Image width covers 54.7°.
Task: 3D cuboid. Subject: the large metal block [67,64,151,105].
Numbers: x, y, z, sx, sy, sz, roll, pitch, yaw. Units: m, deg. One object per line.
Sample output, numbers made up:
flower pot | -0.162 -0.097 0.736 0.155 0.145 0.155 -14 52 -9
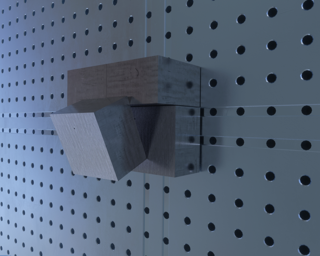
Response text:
large metal block | -0.069 -0.053 0.427 0.080 0.081 0.050 1 91 39

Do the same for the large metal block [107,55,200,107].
large metal block | -0.007 -0.051 0.376 0.080 0.081 0.050 1 91 39

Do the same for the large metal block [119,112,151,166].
large metal block | -0.060 0.012 0.438 0.080 0.050 0.079 1 91 39

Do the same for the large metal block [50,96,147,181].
large metal block | -0.072 0.011 0.363 0.080 0.050 0.080 0 114 39

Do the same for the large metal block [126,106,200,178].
large metal block | 0.002 0.014 0.386 0.080 0.050 0.079 1 91 39
